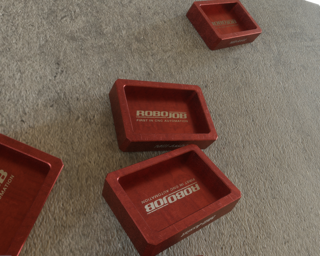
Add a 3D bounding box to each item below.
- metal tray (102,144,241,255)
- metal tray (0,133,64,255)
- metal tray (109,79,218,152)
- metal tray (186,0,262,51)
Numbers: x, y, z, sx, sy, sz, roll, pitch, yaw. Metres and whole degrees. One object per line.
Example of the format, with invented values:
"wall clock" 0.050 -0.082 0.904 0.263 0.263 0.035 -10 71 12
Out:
"metal tray" 0.015 0.073 0.344 0.131 0.030 0.090 -16 51 -35
"metal tray" -0.155 0.070 0.273 0.090 0.030 0.130 26 53 -12
"metal tray" 0.005 -0.016 0.411 0.131 0.030 0.090 0 60 -28
"metal tray" 0.124 -0.199 0.587 0.131 0.030 0.090 -21 73 -36
